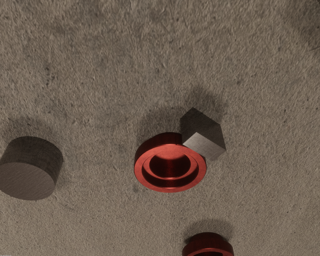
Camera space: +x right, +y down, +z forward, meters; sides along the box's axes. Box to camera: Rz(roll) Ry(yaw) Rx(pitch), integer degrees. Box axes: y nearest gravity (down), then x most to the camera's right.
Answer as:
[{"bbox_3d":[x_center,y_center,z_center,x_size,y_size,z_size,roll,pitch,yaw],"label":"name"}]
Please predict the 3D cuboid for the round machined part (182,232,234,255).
[{"bbox_3d":[0.092,0.239,0.601,0.099,0.042,0.097,-1,130,0],"label":"round machined part"}]

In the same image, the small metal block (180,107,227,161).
[{"bbox_3d":[0.055,0.008,0.398,0.050,0.050,0.025,30,124,-24],"label":"small metal block"}]

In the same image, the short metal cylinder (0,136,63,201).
[{"bbox_3d":[-0.184,0.058,0.437,0.081,0.050,0.079,0,130,0],"label":"short metal cylinder"}]

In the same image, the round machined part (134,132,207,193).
[{"bbox_3d":[0.014,0.044,0.434,0.099,0.042,0.097,-1,130,0],"label":"round machined part"}]

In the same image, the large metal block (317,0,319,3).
[{"bbox_3d":[0.185,-0.138,0.276,0.080,0.050,0.080,33,123,-25],"label":"large metal block"}]
